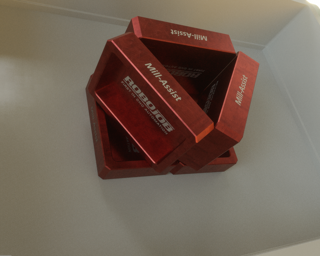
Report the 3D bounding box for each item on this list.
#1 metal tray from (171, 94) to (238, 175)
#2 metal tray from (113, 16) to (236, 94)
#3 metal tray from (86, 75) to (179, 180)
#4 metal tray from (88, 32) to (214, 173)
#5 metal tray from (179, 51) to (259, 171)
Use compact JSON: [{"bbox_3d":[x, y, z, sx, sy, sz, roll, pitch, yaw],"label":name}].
[{"bbox_3d":[0.045,-0.004,0.427,0.091,0.030,0.130,1,60,-27],"label":"metal tray"},{"bbox_3d":[0.015,-0.082,0.380,0.131,0.090,0.030,2,62,-27],"label":"metal tray"},{"bbox_3d":[-0.037,-0.005,0.385,0.091,0.030,0.130,0,61,-28],"label":"metal tray"},{"bbox_3d":[-0.016,-0.023,0.329,0.130,0.090,0.030,49,52,6],"label":"metal tray"},{"bbox_3d":[0.070,-0.021,0.373,0.030,0.090,0.130,31,52,-8],"label":"metal tray"}]
